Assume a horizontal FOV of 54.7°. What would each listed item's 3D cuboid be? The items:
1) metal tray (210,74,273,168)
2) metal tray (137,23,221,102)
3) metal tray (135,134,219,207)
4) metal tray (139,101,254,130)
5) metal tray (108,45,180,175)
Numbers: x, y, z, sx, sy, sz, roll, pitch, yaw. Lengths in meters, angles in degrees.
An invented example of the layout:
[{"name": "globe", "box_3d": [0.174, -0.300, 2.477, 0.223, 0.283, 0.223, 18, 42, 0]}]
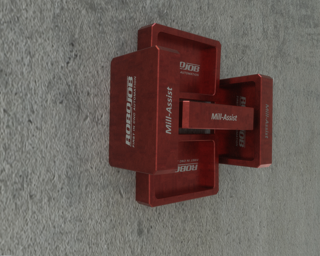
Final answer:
[{"name": "metal tray", "box_3d": [0.119, -0.010, 0.463, 0.030, 0.090, 0.129, 2, 89, -40]}, {"name": "metal tray", "box_3d": [0.030, -0.084, 0.427, 0.131, 0.030, 0.089, 0, 93, -40]}, {"name": "metal tray", "box_3d": [0.028, 0.053, 0.428, 0.131, 0.030, 0.089, 1, 89, -40]}, {"name": "metal tray", "box_3d": [0.049, -0.014, 0.406, 0.131, 0.090, 0.030, 1, 91, -40]}, {"name": "metal tray", "box_3d": [-0.020, -0.018, 0.347, 0.030, 0.090, 0.129, 2, 90, -41]}]
